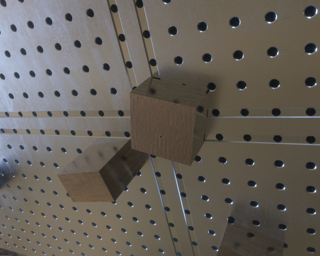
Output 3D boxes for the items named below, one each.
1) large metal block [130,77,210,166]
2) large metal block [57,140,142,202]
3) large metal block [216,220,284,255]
[{"bbox_3d":[0.011,-0.009,0.382,0.080,0.050,0.079,15,125,19],"label":"large metal block"},{"bbox_3d":[-0.087,0.064,0.459,0.080,0.080,0.050,-9,114,32],"label":"large metal block"},{"bbox_3d":[0.123,0.192,0.448,0.080,0.050,0.079,19,126,16],"label":"large metal block"}]
